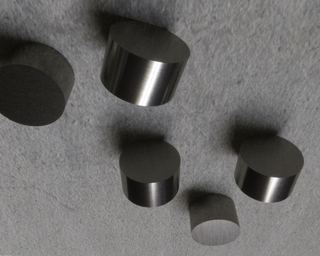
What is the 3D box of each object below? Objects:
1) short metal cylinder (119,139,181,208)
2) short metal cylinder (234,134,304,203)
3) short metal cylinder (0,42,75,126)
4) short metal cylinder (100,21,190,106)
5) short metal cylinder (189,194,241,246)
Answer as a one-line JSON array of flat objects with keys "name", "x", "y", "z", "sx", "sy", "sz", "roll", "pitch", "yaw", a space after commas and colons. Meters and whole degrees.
[{"name": "short metal cylinder", "x": -0.013, "y": 0.060, "z": 0.422, "sx": 0.081, "sy": 0.080, "sz": 0.050, "roll": 0, "pitch": 130, "yaw": 0}, {"name": "short metal cylinder", "x": 0.145, "y": 0.053, "z": 0.419, "sx": 0.081, "sy": 0.080, "sz": 0.050, "roll": -1, "pitch": 130, "yaw": 0}, {"name": "short metal cylinder", "x": -0.142, "y": -0.048, "z": 0.348, "sx": 0.081, "sy": 0.050, "sz": 0.079, "roll": 0, "pitch": 130, "yaw": 0}, {"name": "short metal cylinder", "x": -0.016, "y": -0.067, "z": 0.314, "sx": 0.081, "sy": 0.080, "sz": 0.050, "roll": 13, "pitch": 129, "yaw": -11}, {"name": "short metal cylinder", "x": 0.091, "y": 0.157, "z": 0.526, "sx": 0.081, "sy": 0.050, "sz": 0.079, "roll": 0, "pitch": 130, "yaw": 0}]
